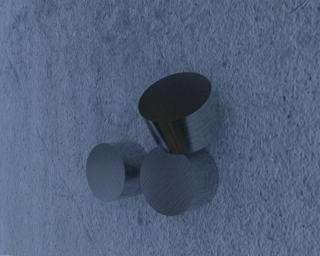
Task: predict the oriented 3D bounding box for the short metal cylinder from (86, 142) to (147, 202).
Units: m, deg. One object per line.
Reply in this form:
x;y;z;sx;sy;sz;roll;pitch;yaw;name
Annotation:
-0.059;0.060;0.438;0.080;0.050;0.080;0;90;40;short metal cylinder

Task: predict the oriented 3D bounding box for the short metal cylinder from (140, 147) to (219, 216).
0.023;0.059;0.370;0.080;0.050;0.080;0;90;40;short metal cylinder

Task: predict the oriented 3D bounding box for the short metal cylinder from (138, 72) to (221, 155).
0.023;-0.017;0.343;0.080;0.050;0.080;-14;42;13;short metal cylinder
